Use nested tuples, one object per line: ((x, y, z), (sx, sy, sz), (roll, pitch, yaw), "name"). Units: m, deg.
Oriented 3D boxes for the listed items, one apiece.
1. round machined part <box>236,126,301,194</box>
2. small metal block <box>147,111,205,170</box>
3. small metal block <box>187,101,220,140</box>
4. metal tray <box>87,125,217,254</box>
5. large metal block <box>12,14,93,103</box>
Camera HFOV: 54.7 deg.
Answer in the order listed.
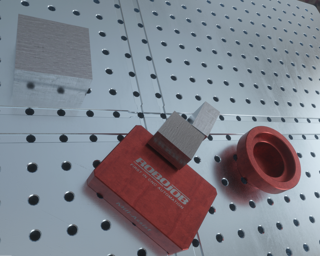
((0.152, 0.049, 0.452), (0.099, 0.042, 0.098), (14, 56, -21), "round machined part")
((0.021, 0.014, 0.375), (0.050, 0.025, 0.050), (41, 40, -1), "small metal block")
((0.050, -0.001, 0.422), (0.025, 0.050, 0.050), (37, 51, -4), "small metal block")
((-0.006, 0.069, 0.361), (0.130, 0.030, 0.090), (41, 51, -1), "metal tray")
((-0.130, -0.081, 0.372), (0.081, 0.050, 0.080), (4, 60, -27), "large metal block")
